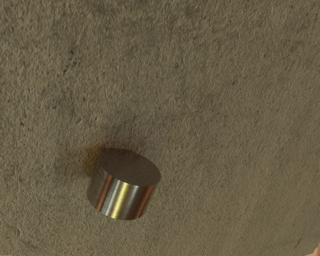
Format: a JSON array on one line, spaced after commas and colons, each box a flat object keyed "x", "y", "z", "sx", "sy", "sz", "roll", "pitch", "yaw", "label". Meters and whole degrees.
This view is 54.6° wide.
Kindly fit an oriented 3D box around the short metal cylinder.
[{"x": -0.045, "y": 0.068, "z": 0.388, "sx": 0.081, "sy": 0.080, "sz": 0.050, "roll": 9, "pitch": 114, "yaw": -32, "label": "short metal cylinder"}]
